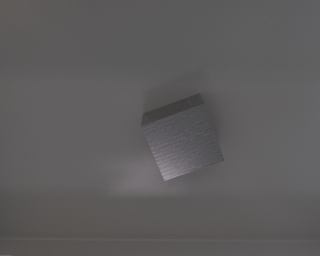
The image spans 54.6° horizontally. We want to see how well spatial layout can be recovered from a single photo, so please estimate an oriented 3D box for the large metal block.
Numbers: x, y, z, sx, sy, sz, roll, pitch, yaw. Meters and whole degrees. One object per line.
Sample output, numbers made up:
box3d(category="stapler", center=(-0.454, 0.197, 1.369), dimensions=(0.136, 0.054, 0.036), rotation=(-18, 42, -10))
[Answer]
box3d(category="large metal block", center=(0.029, 0.011, 0.402), dimensions=(0.080, 0.050, 0.080), rotation=(-20, 109, 7))
